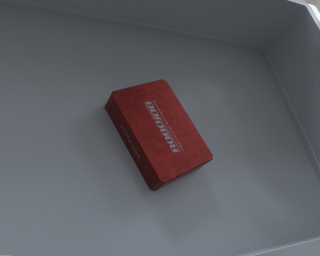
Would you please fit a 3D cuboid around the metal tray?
[{"bbox_3d":[-0.001,0.004,0.401,0.091,0.030,0.130,-20,73,-36],"label":"metal tray"}]
